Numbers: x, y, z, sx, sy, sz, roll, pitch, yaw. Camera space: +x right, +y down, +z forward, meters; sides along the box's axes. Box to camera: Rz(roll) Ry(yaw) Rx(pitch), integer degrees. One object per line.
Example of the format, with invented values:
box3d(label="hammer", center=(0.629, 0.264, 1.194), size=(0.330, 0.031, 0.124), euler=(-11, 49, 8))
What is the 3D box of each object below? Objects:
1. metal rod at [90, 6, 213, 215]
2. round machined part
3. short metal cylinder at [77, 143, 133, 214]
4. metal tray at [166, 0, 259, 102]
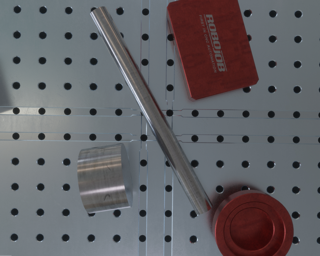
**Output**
box3d(label="metal rod", center=(-0.011, -0.023, 0.413), size=(0.025, 0.025, 0.299), euler=(-28, 90, 0))
box3d(label="round machined part", center=(0.118, 0.129, 0.406), size=(0.099, 0.042, 0.097), euler=(0, 90, 0))
box3d(label="short metal cylinder", center=(-0.066, 0.062, 0.385), size=(0.050, 0.080, 0.080), euler=(-9, 90, 0))
box3d(label="metal tray", center=(0.068, -0.109, 0.411), size=(0.090, 0.030, 0.129), euler=(-15, 90, 0))
